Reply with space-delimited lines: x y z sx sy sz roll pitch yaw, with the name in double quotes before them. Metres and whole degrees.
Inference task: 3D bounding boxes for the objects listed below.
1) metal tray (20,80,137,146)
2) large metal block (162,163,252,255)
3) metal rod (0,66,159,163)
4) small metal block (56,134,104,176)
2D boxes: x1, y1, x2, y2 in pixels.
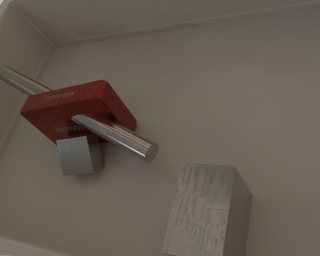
"metal tray" -0.110 -0.014 0.426 0.130 0.090 0.030 -8 51 23
"large metal block" 0.049 0.086 0.291 0.050 0.080 0.080 0 62 28
"metal rod" -0.128 -0.029 0.424 0.300 0.025 0.025 26 76 29
"small metal block" -0.109 0.036 0.423 0.050 0.025 0.050 -8 95 23
